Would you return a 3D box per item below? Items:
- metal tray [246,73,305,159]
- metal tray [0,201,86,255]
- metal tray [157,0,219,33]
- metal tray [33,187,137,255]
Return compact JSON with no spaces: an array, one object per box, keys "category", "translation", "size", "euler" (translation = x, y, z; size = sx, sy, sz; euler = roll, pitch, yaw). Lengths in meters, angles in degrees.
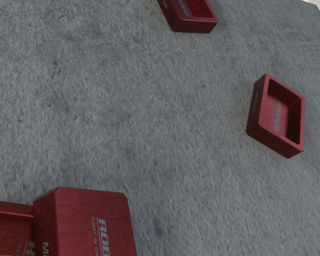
[{"category":"metal tray","translation":[0.199,-0.023,0.524],"size":[0.090,0.030,0.130],"euler":[30,52,-10]},{"category":"metal tray","translation":[-0.118,0.132,0.256],"size":[0.091,0.030,0.130],"euler":[15,55,-20]},{"category":"metal tray","translation":[0.042,-0.234,0.567],"size":[0.091,0.030,0.130],"euler":[-9,66,-32]},{"category":"metal tray","translation":[-0.059,0.121,0.271],"size":[0.090,0.030,0.130],"euler":[21,48,-51]}]
